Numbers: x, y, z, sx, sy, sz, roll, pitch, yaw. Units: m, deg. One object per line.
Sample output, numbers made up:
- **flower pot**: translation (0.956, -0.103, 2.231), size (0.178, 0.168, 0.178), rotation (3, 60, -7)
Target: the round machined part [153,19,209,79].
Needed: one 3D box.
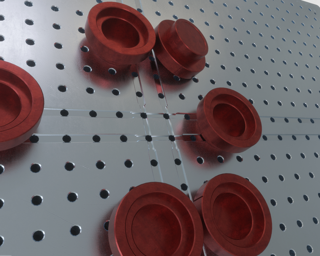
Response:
- **round machined part**: translation (0.037, -0.129, 0.481), size (0.099, 0.042, 0.098), rotation (24, 50, -31)

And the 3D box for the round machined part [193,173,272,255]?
- **round machined part**: translation (0.082, 0.108, 0.375), size (0.099, 0.042, 0.098), rotation (13, 56, -21)

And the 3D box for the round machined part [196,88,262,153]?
- **round machined part**: translation (0.095, -0.007, 0.452), size (0.099, 0.042, 0.098), rotation (13, 56, -21)

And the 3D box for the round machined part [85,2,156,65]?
- **round machined part**: translation (-0.059, -0.129, 0.444), size (0.099, 0.042, 0.098), rotation (13, 56, -21)

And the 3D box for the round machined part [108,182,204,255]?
- **round machined part**: translation (-0.007, 0.110, 0.326), size (0.099, 0.042, 0.098), rotation (13, 56, -21)

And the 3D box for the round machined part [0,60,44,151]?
- **round machined part**: translation (-0.173, -0.020, 0.316), size (0.099, 0.042, 0.098), rotation (13, 56, -21)
